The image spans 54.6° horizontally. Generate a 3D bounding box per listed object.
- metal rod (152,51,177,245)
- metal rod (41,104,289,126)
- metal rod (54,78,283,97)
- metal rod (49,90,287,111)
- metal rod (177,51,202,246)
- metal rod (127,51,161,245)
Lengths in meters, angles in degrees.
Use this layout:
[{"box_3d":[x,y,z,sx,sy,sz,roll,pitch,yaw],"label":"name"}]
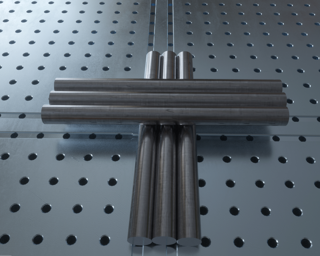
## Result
[{"box_3d":[0.010,-0.001,0.409,0.025,0.025,0.300,2,50,1],"label":"metal rod"},{"box_3d":[0.006,-0.016,0.389,0.302,0.025,0.025,0,50,0],"label":"metal rod"},{"box_3d":[0.011,-0.055,0.421,0.302,0.025,0.025,0,50,0],"label":"metal rod"},{"box_3d":[0.010,-0.035,0.405,0.302,0.025,0.025,0,50,0],"label":"metal rod"},{"box_3d":[0.035,0.000,0.408,0.025,0.025,0.300,2,50,1],"label":"metal rod"},{"box_3d":[-0.015,-0.001,0.408,0.025,0.025,0.300,2,50,1],"label":"metal rod"}]
